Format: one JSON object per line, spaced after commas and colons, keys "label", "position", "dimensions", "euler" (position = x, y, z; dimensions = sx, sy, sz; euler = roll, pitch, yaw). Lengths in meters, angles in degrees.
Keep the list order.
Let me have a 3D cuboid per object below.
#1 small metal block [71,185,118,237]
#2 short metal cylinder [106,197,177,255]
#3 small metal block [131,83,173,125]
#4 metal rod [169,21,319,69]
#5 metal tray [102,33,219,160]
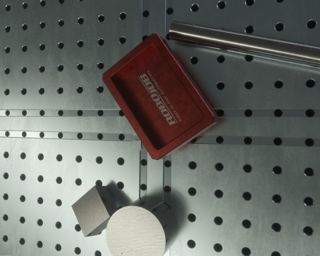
{"label": "small metal block", "position": [-0.091, 0.117, 0.437], "dimensions": [0.050, 0.025, 0.050], "euler": [-41, 62, 15]}
{"label": "short metal cylinder", "position": [-0.023, 0.136, 0.406], "dimensions": [0.080, 0.050, 0.079], "euler": [0, 90, 19]}
{"label": "small metal block", "position": [-0.013, -0.032, 0.416], "dimensions": [0.050, 0.025, 0.050], "euler": [15, 95, 19]}
{"label": "metal rod", "position": [0.154, -0.087, 0.358], "dimensions": [0.301, 0.025, 0.025], "euler": [16, 96, 18]}
{"label": "metal tray", "position": [-0.001, -0.038, 0.383], "dimensions": [0.090, 0.030, 0.130], "euler": [-36, 79, 15]}
